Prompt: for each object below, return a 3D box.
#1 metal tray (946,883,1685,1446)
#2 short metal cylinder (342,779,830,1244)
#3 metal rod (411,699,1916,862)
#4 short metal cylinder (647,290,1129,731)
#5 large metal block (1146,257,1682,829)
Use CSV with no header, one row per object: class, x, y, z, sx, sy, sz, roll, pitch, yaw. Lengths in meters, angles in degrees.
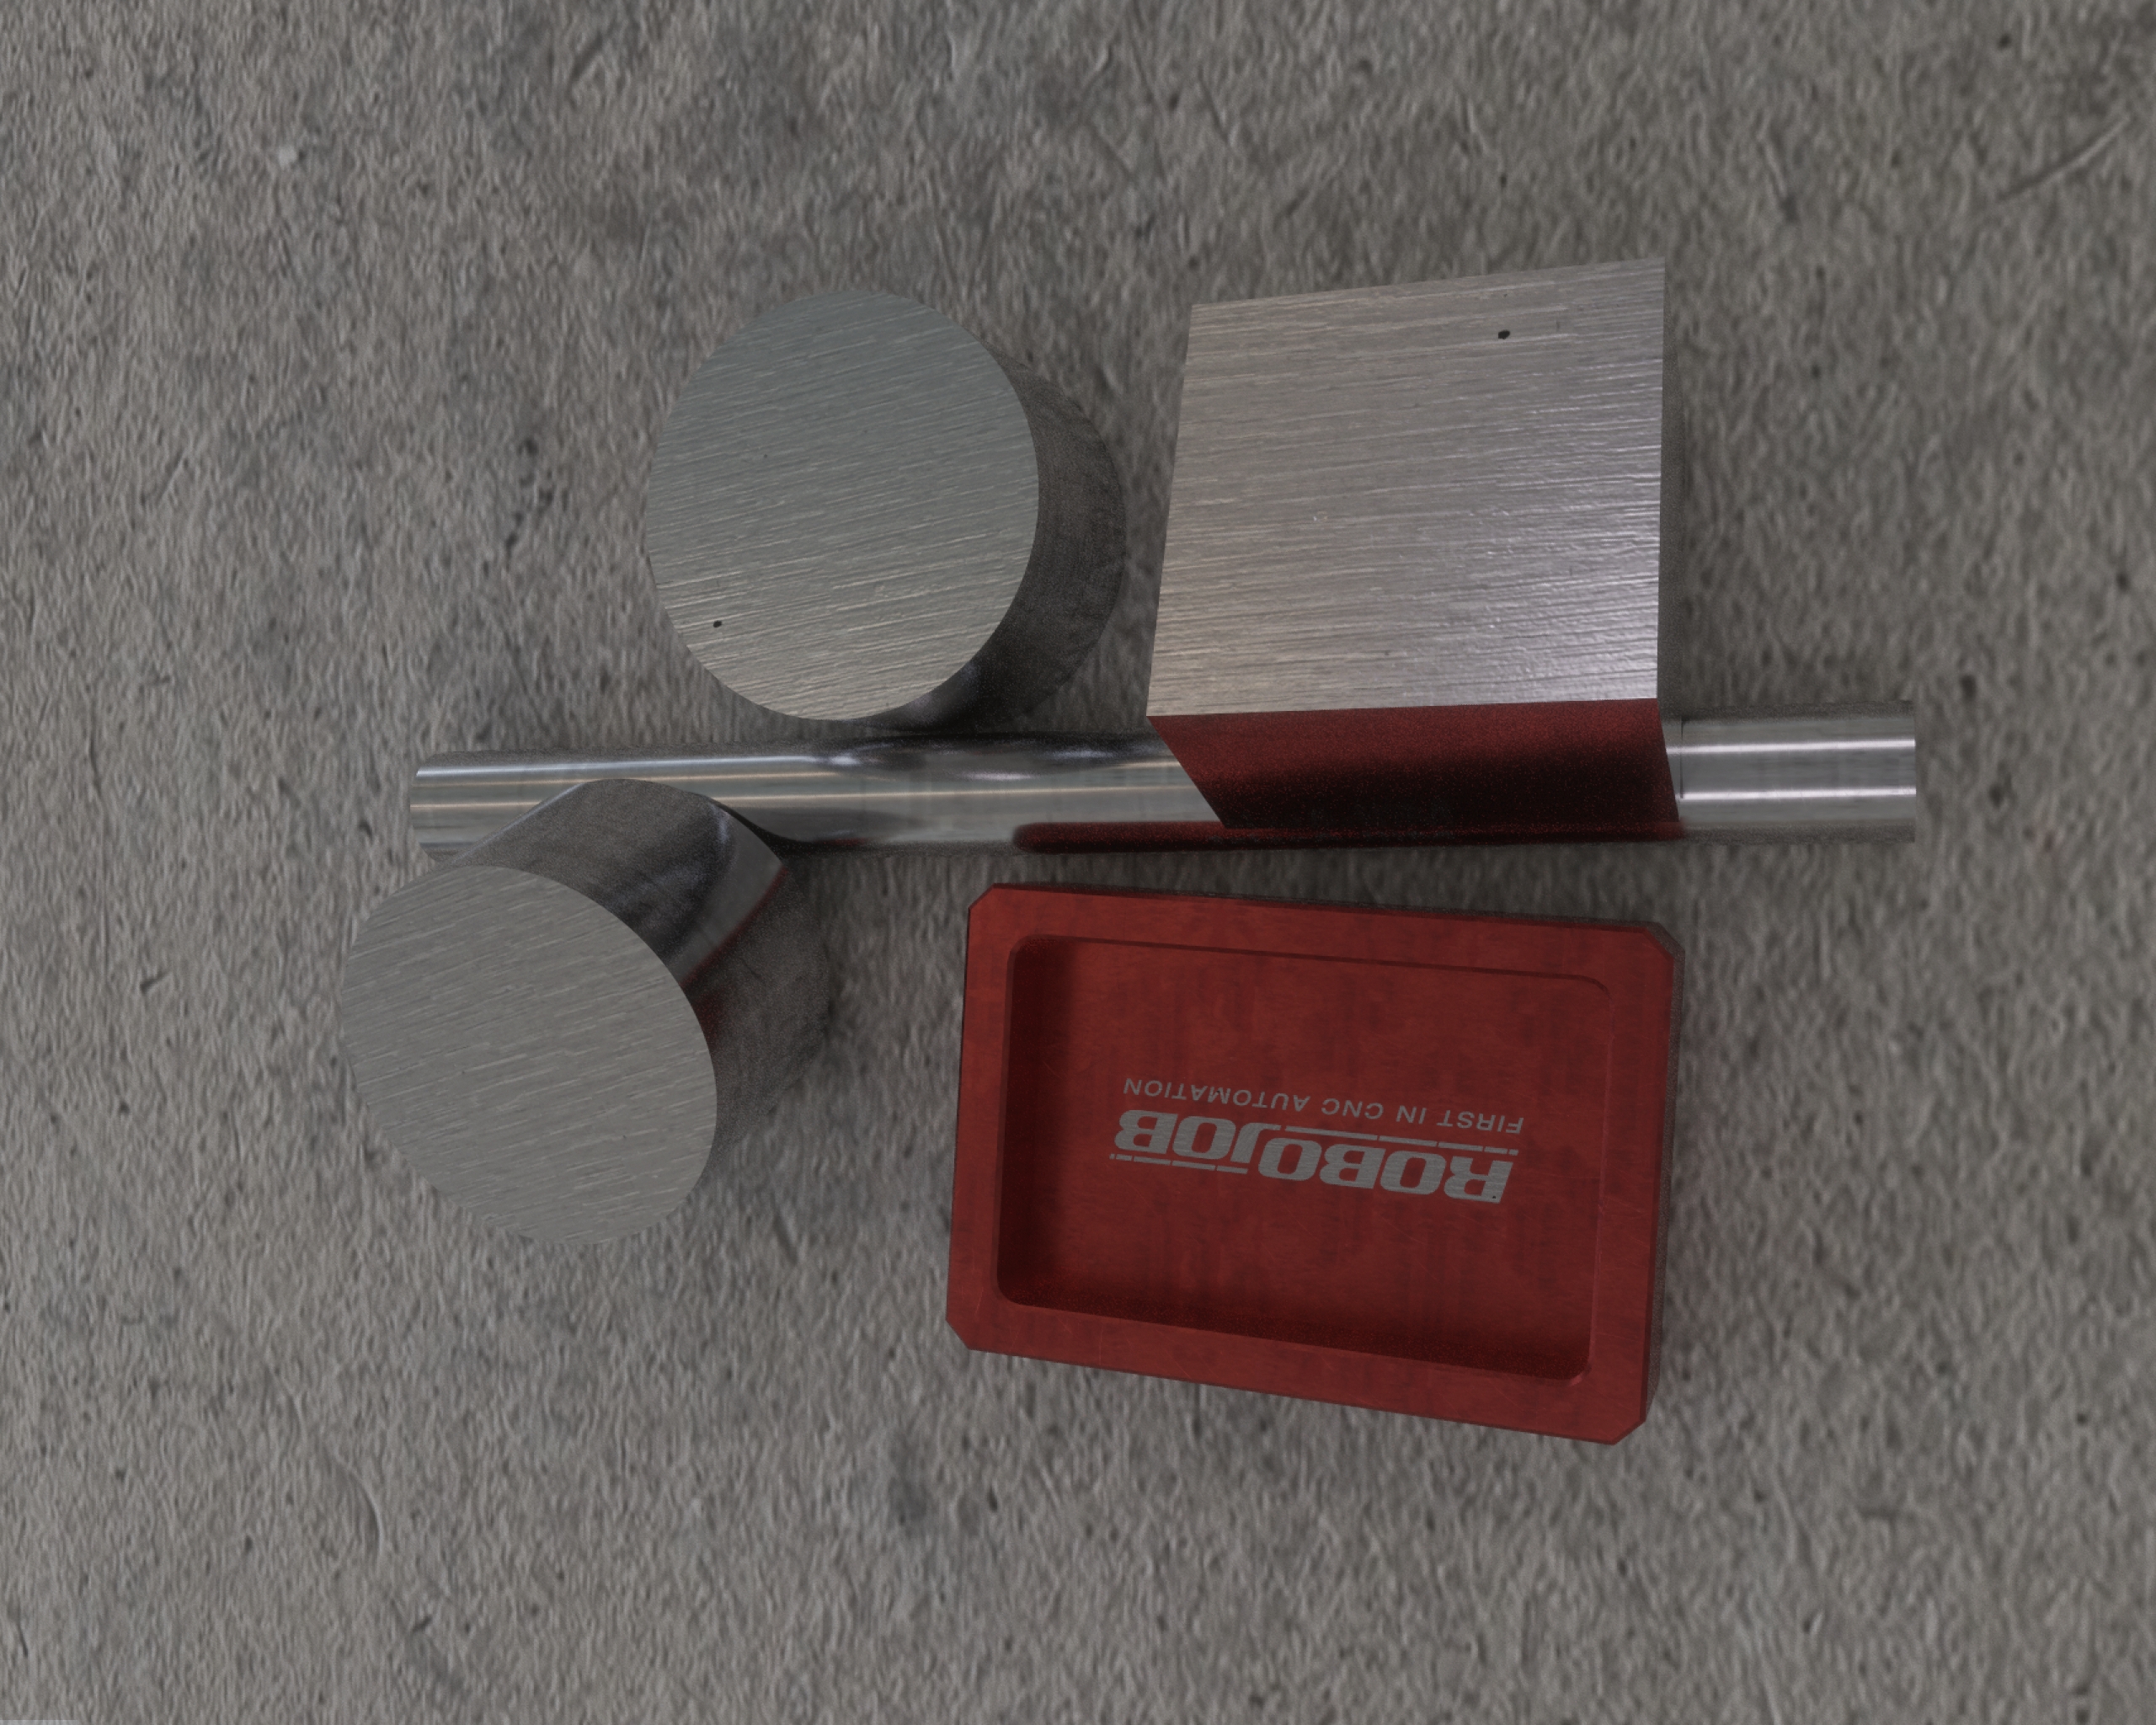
metal tray,0.043,0.052,0.391,0.130,0.030,0.089,4,91,19
short metal cylinder,-0.097,0.029,0.418,0.080,0.050,0.079,7,113,16
metal rod,0.003,-0.014,0.410,0.301,0.025,0.025,-1,90,19
short metal cylinder,-0.036,-0.066,0.410,0.080,0.050,0.080,0,89,20
large metal block,0.062,-0.053,0.362,0.080,0.050,0.080,-1,69,20
